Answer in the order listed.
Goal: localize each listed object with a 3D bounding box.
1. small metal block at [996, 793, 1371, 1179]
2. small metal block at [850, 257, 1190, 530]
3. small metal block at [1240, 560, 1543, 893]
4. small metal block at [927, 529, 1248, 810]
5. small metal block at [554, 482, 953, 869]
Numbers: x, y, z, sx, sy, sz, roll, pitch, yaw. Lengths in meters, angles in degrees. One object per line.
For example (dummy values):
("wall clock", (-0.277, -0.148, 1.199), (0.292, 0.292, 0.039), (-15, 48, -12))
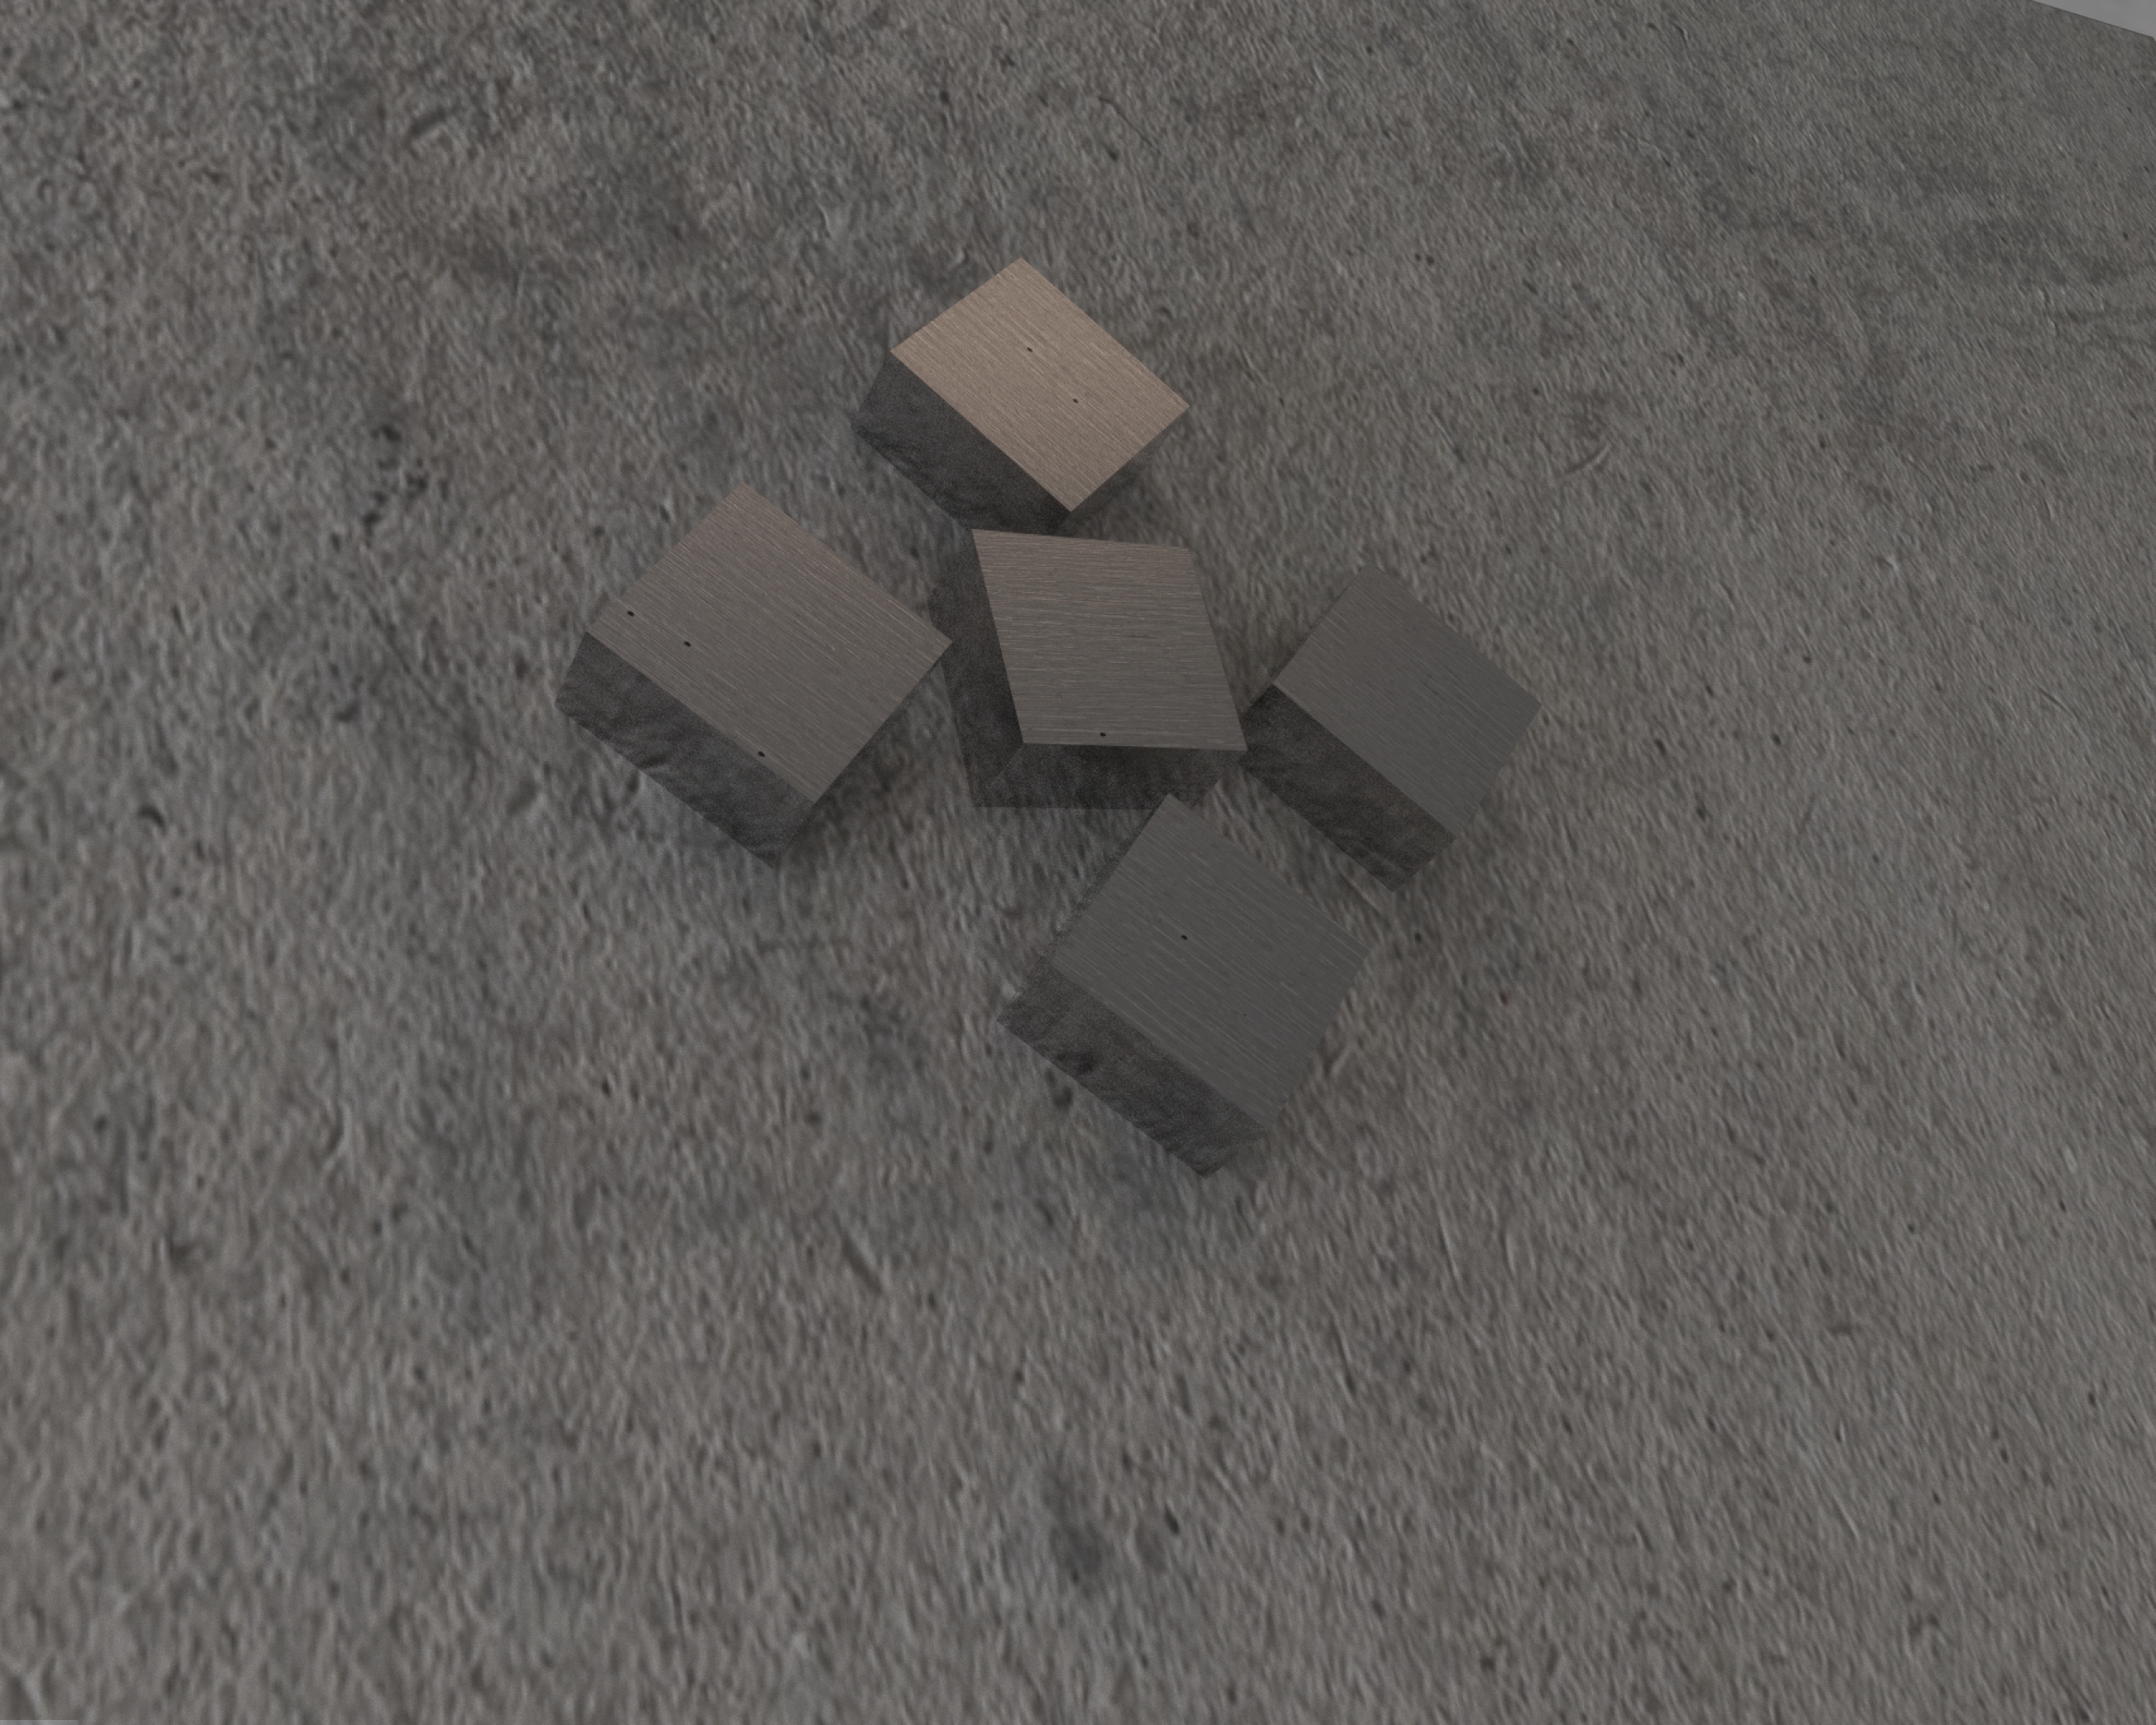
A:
("small metal block", (0.021, 0.023, 0.401), (0.050, 0.025, 0.050), (38, 51, -3))
("small metal block", (-0.012, -0.098, 0.456), (0.050, 0.025, 0.050), (42, 51, 0))
("small metal block", (0.067, -0.030, 0.458), (0.050, 0.025, 0.050), (40, 51, -1))
("small metal block", (0.001, -0.039, 0.428), (0.050, 0.025, 0.050), (0, 62, -28))
("small metal block", (-0.060, -0.036, 0.393), (0.050, 0.025, 0.050), (37, 51, -3))
